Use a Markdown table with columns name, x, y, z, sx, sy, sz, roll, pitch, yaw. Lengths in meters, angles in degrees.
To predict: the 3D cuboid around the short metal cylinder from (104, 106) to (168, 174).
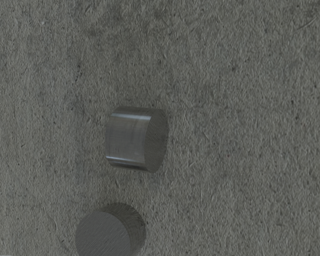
| name | x | y | z | sx | sy | sz | roll | pitch | yaw |
| --- | --- | --- | --- | --- | --- | --- | --- | --- | --- |
| short metal cylinder | -0.027 | 0.014 | 0.389 | 0.050 | 0.080 | 0.079 | 6 | 92 | 20 |

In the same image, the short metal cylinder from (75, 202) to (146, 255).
| name | x | y | z | sx | sy | sz | roll | pitch | yaw |
| --- | --- | --- | --- | --- | --- | --- | --- | --- | --- |
| short metal cylinder | -0.066 | 0.146 | 0.419 | 0.080 | 0.050 | 0.080 | 0 | 90 | 20 |
